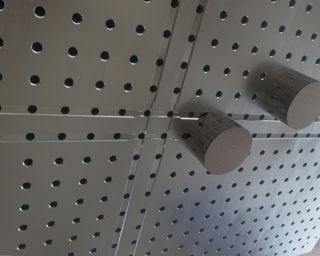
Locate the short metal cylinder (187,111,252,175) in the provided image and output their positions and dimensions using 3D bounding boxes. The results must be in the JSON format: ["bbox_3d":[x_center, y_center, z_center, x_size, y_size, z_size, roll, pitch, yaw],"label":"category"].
[{"bbox_3d":[0.087,0.022,0.456,0.081,0.050,0.079,-14,124,-21],"label":"short metal cylinder"}]

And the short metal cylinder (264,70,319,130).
[{"bbox_3d":[0.212,-0.044,0.483,0.081,0.050,0.079,-14,124,-21],"label":"short metal cylinder"}]
